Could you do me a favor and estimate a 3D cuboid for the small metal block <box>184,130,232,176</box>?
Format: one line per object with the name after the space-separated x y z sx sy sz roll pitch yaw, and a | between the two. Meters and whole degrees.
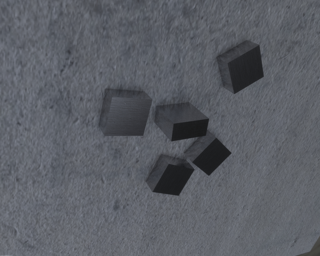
0.073 0.038 0.473 0.050 0.025 0.050 -46 130 4 | small metal block

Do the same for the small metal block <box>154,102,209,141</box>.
0.027 -0.010 0.401 0.050 0.050 0.025 -8 122 -25 | small metal block

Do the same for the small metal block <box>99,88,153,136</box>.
-0.042 -0.018 0.374 0.050 0.025 0.050 1 118 -29 | small metal block

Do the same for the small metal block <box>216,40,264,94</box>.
0.109 -0.082 0.418 0.050 0.025 0.050 -31 129 -9 | small metal block

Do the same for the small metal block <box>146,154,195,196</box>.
0.015 0.071 0.461 0.050 0.025 0.050 17 109 -35 | small metal block
